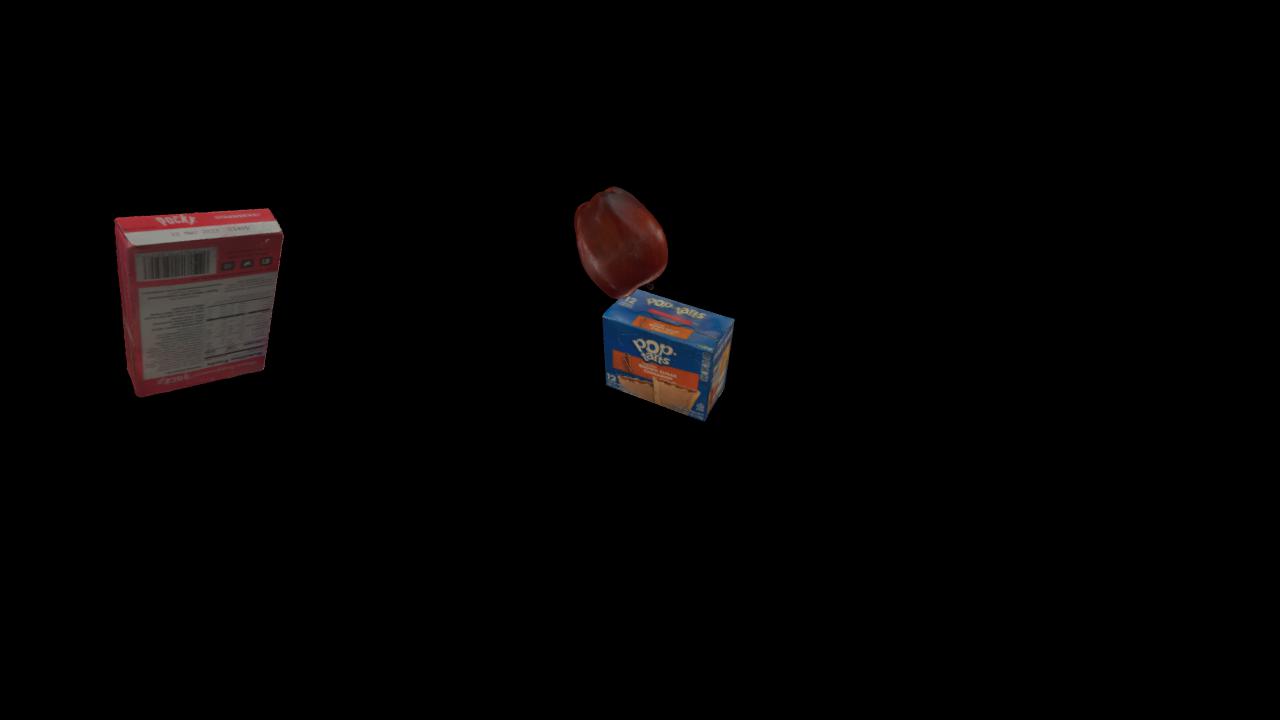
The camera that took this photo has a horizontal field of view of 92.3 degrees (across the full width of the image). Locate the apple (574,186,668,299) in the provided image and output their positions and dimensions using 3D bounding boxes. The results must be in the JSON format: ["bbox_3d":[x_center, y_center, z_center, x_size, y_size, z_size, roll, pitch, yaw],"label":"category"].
[{"bbox_3d":[-0.016,-0.098,0.525,0.079,0.093,0.079,-31,12,8],"label":"apple"}]

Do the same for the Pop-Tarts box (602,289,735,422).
[{"bbox_3d":[0.038,-0.009,0.892,0.167,0.141,0.083,19,47,18],"label":"Pop-Tarts box"}]

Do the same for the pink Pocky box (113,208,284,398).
[{"bbox_3d":[-0.302,-0.037,0.423,0.084,0.029,0.155,-20,-24,-45],"label":"pink Pocky box"}]
